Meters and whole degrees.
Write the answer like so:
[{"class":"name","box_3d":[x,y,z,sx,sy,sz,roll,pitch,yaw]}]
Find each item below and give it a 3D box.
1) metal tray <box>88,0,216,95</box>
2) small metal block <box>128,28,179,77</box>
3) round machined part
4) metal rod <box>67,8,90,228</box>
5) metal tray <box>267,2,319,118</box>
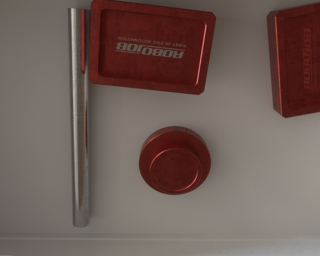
[{"class":"metal tray","box_3d":[-0.010,-0.090,0.348,0.131,0.030,0.089,6,110,-3]},{"class":"small metal block","box_3d":[-0.007,-0.091,0.378,0.050,0.025,0.050,-16,110,5]},{"class":"round machined part","box_3d":[0.021,0.050,0.421,0.099,0.042,0.097,0,110,-1]},{"class":"metal rod","box_3d":[-0.106,0.001,0.410,0.025,0.025,0.298,4,110,-2]},{"class":"metal tray","box_3d":[0.185,-0.084,0.380,0.090,0.030,0.129,-11,110,3]}]
